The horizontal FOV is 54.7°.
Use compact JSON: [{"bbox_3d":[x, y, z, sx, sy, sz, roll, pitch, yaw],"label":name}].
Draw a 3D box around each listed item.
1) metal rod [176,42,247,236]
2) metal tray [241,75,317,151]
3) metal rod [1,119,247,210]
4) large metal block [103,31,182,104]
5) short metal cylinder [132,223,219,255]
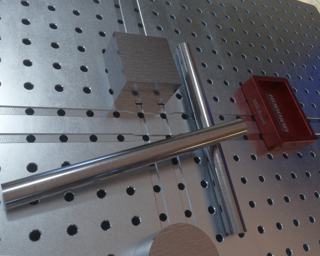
[{"bbox_3d":[0.067,-0.001,0.446,0.025,0.025,0.299,3,61,-27],"label":"metal rod"},{"bbox_3d":[0.204,-0.028,0.534,0.091,0.030,0.130,-2,63,-29],"label":"metal tray"},{"bbox_3d":[-0.017,0.032,0.362,0.303,0.025,0.025,-14,69,-28],"label":"metal rod"},{"bbox_3d":[-0.026,-0.081,0.429,0.081,0.050,0.080,-2,63,-30],"label":"large metal block"},{"bbox_3d":[0.015,0.143,0.314,0.081,0.050,0.080,14,56,-21],"label":"short metal cylinder"}]
